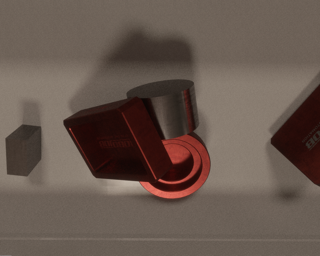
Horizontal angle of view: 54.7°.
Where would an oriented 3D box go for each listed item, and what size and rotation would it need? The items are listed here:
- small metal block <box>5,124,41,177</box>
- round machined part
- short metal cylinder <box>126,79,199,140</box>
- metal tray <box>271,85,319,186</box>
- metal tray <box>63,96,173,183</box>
[{"bbox_3d":[-0.177,0.028,0.406,0.025,0.050,0.050,7,110,-3],"label":"small metal block"},{"bbox_3d":[0.016,0.042,0.418,0.099,0.042,0.097,0,110,-1],"label":"round machined part"},{"bbox_3d":[0.004,-0.024,0.373,0.080,0.080,0.050,-9,110,3],"label":"short metal cylinder"},{"bbox_3d":[0.211,-0.002,0.376,0.030,0.090,0.129,25,110,-36],"label":"metal tray"},{"bbox_3d":[-0.055,0.017,0.369,0.130,0.030,0.090,-7,114,47],"label":"metal tray"}]
